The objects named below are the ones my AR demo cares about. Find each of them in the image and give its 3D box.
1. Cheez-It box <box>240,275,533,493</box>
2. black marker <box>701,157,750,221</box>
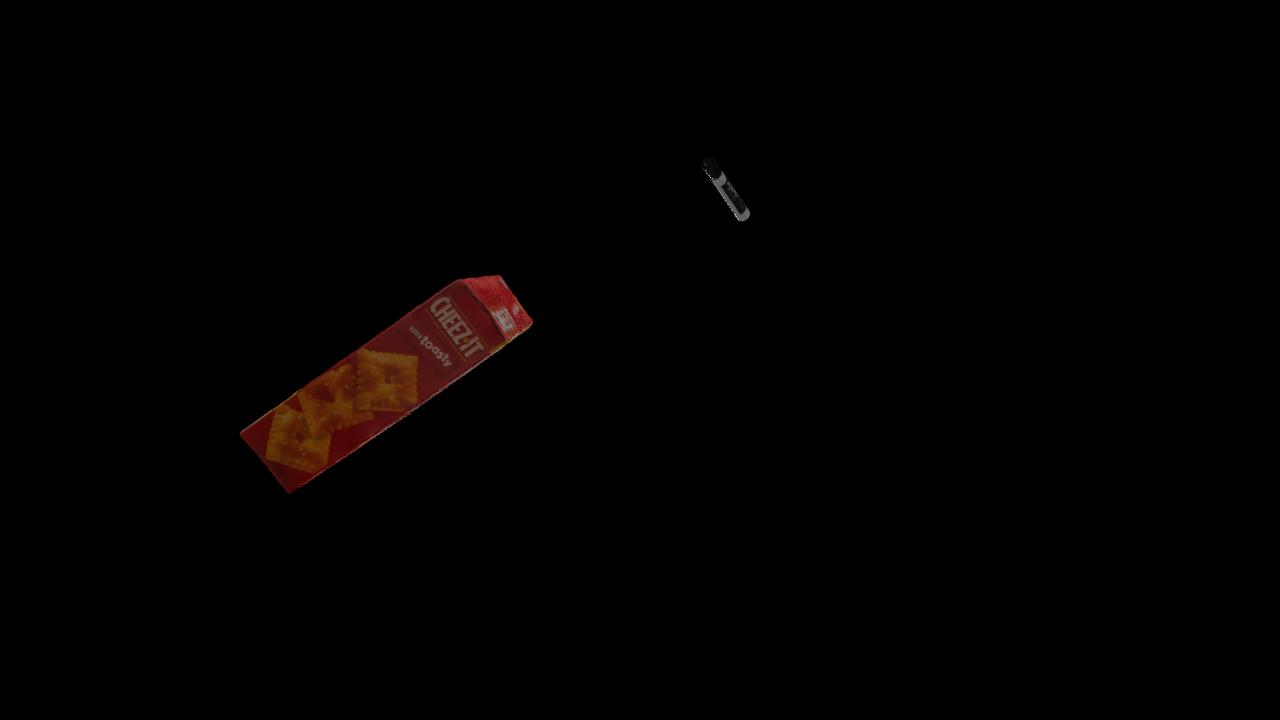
[{"bbox_3d":[-0.214,0.009,0.562,0.223,0.071,0.166,-34,10,3],"label":"Cheez-It box"},{"bbox_3d":[0.109,-0.215,0.777,0.020,0.020,0.121,0,-21,32],"label":"black marker"}]
